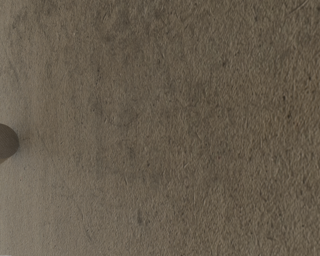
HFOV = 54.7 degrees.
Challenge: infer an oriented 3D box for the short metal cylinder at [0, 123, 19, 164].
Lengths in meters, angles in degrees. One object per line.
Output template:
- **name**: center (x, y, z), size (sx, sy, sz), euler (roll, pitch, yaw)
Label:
- **short metal cylinder**: center (-0.353, 0.036, 0.661), size (0.050, 0.081, 0.080), euler (-29, 72, 36)
